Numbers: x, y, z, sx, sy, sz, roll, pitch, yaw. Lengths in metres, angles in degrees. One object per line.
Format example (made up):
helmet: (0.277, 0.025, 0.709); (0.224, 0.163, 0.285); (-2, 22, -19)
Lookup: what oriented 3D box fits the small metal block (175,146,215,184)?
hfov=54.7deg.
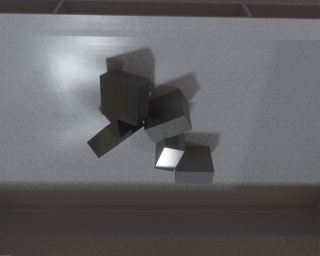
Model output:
small metal block: (0.047, 0.052, 0.438); (0.050, 0.050, 0.025); (1, 130, -2)

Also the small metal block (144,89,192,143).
small metal block: (0.009, -0.015, 0.379); (0.050, 0.050, 0.025); (-20, 131, 15)

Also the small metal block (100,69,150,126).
small metal block: (-0.041, -0.036, 0.360); (0.050, 0.025, 0.050); (19, 126, 22)

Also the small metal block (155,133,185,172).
small metal block: (0.012, 0.021, 0.405); (0.025, 0.050, 0.050); (11, 140, -10)

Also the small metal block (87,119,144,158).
small metal block: (-0.055, 0.007, 0.387); (0.050, 0.050, 0.025); (-34, 93, 44)
